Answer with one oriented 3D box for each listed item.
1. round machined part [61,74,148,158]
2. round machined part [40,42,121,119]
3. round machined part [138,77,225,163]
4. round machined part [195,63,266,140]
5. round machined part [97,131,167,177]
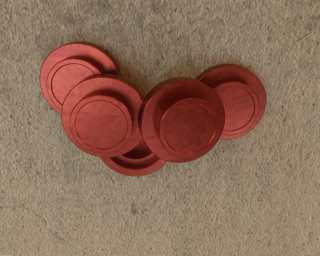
[{"bbox_3d":[-0.063,-0.010,0.352,0.099,0.042,0.097,0,110,-1],"label":"round machined part"},{"bbox_3d":[-0.098,-0.054,0.380,0.099,0.042,0.097,0,110,-1],"label":"round machined part"},{"bbox_3d":[0.027,-0.005,0.345,0.099,0.042,0.097,-5,109,-13],"label":"round machined part"},{"bbox_3d":[0.086,-0.030,0.392,0.099,0.042,0.097,0,110,-1],"label":"round machined part"},{"bbox_3d":[-0.032,0.011,0.405,0.099,0.042,0.097,0,110,-1],"label":"round machined part"}]
